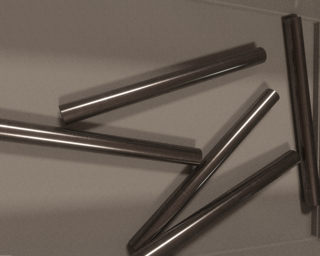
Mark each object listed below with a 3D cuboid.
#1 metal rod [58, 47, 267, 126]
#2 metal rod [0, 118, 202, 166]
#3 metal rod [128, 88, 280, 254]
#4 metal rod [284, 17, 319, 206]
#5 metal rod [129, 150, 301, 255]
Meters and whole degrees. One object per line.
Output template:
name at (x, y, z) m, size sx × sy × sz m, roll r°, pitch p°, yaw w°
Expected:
metal rod at (0.018, -0.062, 0.418) m, size 0.302 × 0.025 × 0.025 m, roll -20°, pitch 97°, yaw -19°
metal rod at (-0.087, 0.017, 0.378) m, size 0.302 × 0.025 × 0.025 m, roll 10°, pitch 87°, yaw -20°
metal rod at (0.070, 0.052, 0.438) m, size 0.301 × 0.025 × 0.025 m, roll -45°, pitch 105°, yaw -15°
metal rod at (0.230, -0.025, 0.497) m, size 0.025 × 0.025 × 0.298 m, roll -9°, pitch 93°, yaw -20°
metal rod at (0.089, 0.107, 0.430) m, size 0.302 × 0.025 × 0.025 m, roll -26°, pitch 99°, yaw -24°
